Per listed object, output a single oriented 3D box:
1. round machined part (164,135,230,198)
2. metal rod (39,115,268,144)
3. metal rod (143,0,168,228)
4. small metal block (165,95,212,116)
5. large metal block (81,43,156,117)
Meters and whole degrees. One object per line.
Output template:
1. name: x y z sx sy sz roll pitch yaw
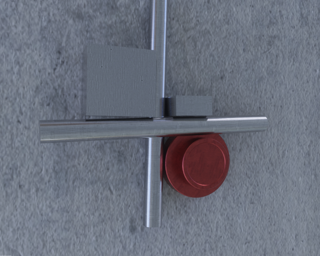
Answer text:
1. round machined part: 0.054 0.047 0.421 0.099 0.042 0.097 0 90 -21
2. metal rod: 0.011 -0.001 0.389 0.303 0.025 0.025 -2 91 -24
3. metal rod: -0.006 -0.022 0.409 0.025 0.025 0.298 2 89 -20
4. small metal block: 0.035 -0.028 0.411 0.050 0.050 0.025 -2 91 -20
5. large metal block: -0.051 -0.053 0.378 0.081 0.050 0.079 1 90 -21
